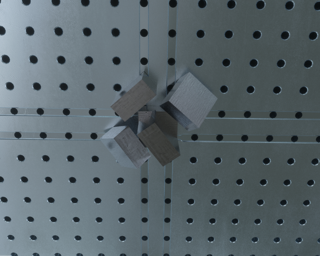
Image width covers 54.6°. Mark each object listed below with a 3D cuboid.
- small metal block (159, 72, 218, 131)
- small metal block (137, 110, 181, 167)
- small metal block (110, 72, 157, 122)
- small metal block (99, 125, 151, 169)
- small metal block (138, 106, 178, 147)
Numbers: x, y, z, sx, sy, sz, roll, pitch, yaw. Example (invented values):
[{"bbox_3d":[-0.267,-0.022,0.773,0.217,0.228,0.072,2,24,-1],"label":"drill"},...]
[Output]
[{"bbox_3d":[0.036,-0.032,0.387,0.050,0.025,0.050,41,65,-13],"label":"small metal block"},{"bbox_3d":[-0.001,0.011,0.377,0.025,0.050,0.050,-35,107,11],"label":"small metal block"},{"bbox_3d":[-0.031,-0.040,0.385,0.050,0.050,0.025,-39,106,13],"label":"small metal block"},{"bbox_3d":[-0.046,0.025,0.406,0.025,0.050,0.050,-43,109,-25],"label":"small metal block"},{"bbox_3d":[-0.003,-0.002,0.412,0.050,0.025,0.050,0,110,-2],"label":"small metal block"}]
